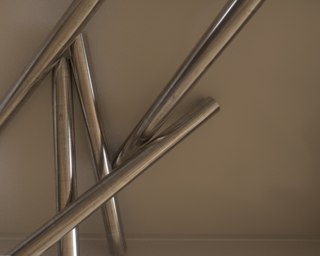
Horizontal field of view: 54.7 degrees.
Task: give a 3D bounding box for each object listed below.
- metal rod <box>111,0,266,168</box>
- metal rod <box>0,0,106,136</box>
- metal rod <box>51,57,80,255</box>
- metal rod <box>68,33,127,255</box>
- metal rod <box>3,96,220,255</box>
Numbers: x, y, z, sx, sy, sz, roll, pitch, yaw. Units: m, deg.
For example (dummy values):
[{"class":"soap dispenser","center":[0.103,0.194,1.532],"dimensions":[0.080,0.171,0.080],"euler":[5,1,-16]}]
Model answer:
[{"class":"metal rod","center":[0.013,-0.035,0.336],"dimensions":[0.025,0.025,0.298],"euler":[30,131,-11]},{"class":"metal rod","center":[-0.162,-0.050,0.372],"dimensions":[0.025,0.025,0.299],"euler":[41,111,-14]},{"class":"metal rod","center":[-0.113,0.065,0.371],"dimensions":[0.025,0.025,0.298],"euler":[-4,86,1]},{"class":"metal rod","center":[-0.080,0.032,0.405],"dimensions":[0.025,0.025,0.298],"euler":[-8,104,2]},{"class":"metal rod","center":[-0.046,0.058,0.363],"dimensions":[0.301,0.025,0.025],"euler":[-38,108,-15]}]
